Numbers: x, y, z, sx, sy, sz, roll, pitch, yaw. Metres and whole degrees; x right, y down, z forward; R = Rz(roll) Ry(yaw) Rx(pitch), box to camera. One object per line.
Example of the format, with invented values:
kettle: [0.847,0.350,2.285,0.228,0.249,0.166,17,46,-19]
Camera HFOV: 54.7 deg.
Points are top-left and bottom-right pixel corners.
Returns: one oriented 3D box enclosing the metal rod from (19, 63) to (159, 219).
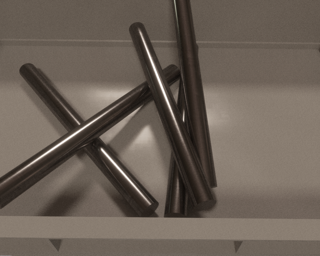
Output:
metal rod: [-0.107,0.000,0.403,0.025,0.025,0.300,-33,58,-25]

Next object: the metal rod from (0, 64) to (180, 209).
metal rod: [-0.067,-0.010,0.384,0.025,0.025,0.302,30,47,22]

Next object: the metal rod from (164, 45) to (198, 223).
metal rod: [0.034,-0.020,0.421,0.025,0.025,0.300,5,50,4]

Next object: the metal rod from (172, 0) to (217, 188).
metal rod: [0.039,-0.074,0.396,0.025,0.025,0.299,-4,73,-4]

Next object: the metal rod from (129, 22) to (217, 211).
metal rod: [0.004,-0.038,0.396,0.025,0.025,0.299,-12,54,-10]
